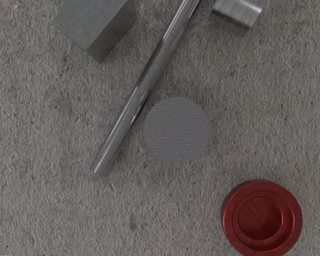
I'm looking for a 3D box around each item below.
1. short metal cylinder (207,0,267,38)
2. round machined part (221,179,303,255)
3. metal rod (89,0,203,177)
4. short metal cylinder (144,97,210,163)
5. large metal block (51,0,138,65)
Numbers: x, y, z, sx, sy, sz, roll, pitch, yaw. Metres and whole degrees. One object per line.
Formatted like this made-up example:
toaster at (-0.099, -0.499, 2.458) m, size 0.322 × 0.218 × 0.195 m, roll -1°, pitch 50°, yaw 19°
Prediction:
short metal cylinder at (0.100, -0.160, 0.383) m, size 0.050 × 0.080 × 0.080 m, roll 27°, pitch 90°, yaw 0°
round machined part at (0.127, 0.115, 0.403) m, size 0.099 × 0.042 × 0.097 m, roll 0°, pitch 90°, yaw 0°
metal rod at (-0.010, -0.073, 0.409) m, size 0.025 × 0.025 × 0.299 m, roll 29°, pitch 90°, yaw 0°
short metal cylinder at (0.020, 0.002, 0.398) m, size 0.081 × 0.050 × 0.080 m, roll 0°, pitch 90°, yaw 0°
large metal block at (-0.076, -0.132, 0.382) m, size 0.050 × 0.080 × 0.080 m, roll 39°, pitch 90°, yaw 0°
